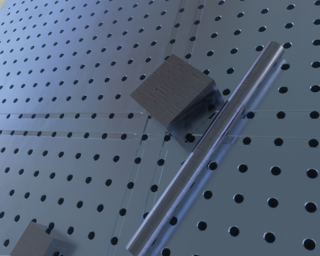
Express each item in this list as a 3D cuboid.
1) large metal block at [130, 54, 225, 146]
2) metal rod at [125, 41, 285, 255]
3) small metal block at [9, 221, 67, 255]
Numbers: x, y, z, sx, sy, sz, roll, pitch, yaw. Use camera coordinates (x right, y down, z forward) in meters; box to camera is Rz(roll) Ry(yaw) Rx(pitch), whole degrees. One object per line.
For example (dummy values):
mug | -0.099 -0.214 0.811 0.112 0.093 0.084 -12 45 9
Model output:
large metal block | 0.022 -0.038 0.404 0.080 0.050 0.080 -45 51 -3
metal rod | 0.059 0.018 0.365 0.025 0.025 0.300 28 77 37
small metal block | -0.156 0.155 0.395 0.050 0.025 0.050 17 71 35
